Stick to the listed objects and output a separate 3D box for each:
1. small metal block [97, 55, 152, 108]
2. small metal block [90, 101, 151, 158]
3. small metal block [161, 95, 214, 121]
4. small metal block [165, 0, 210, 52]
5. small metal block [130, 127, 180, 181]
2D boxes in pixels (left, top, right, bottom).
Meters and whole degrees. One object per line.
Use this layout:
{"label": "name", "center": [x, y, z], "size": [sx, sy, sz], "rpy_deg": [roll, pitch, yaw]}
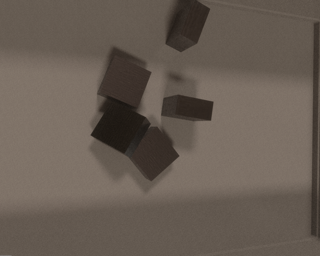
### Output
{"label": "small metal block", "center": [-0.046, -0.057, 0.394], "size": [0.050, 0.025, 0.050], "rpy_deg": [23, 82, -19]}
{"label": "small metal block", "center": [-0.048, 0.002, 0.381], "size": [0.050, 0.025, 0.050], "rpy_deg": [26, 79, 18]}
{"label": "small metal block", "center": [0.035, -0.025, 0.411], "size": [0.050, 0.050, 0.025], "rpy_deg": [9, 87, -20]}
{"label": "small metal block", "center": [0.036, -0.134, 0.411], "size": [0.025, 0.050, 0.050], "rpy_deg": [23, 82, -19]}
{"label": "small metal block", "center": [-0.012, 0.033, 0.407], "size": [0.050, 0.025, 0.050], "rpy_deg": [-40, 103, -16]}
